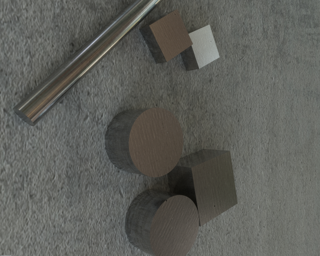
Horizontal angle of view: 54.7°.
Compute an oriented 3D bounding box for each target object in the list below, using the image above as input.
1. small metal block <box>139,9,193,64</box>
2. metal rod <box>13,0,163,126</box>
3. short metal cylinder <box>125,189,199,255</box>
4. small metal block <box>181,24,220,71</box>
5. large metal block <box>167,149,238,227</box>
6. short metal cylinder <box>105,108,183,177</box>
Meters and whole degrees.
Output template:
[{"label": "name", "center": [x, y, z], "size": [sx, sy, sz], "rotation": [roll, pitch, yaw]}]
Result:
[{"label": "small metal block", "center": [0.009, -0.120, 0.408], "size": [0.050, 0.025, 0.050], "rotation": [-39, 114, -25]}, {"label": "metal rod", "center": [-0.048, -0.117, 0.363], "size": [0.301, 0.025, 0.025], "rotation": [-53, 121, -27]}, {"label": "short metal cylinder", "center": [0.003, 0.121, 0.391], "size": [0.081, 0.050, 0.080], "rotation": [0, 90, -40]}, {"label": "small metal block", "center": [0.055, -0.117, 0.451], "size": [0.050, 0.025, 0.050], "rotation": [-34, 111, -35]}, {"label": "large metal block", "center": [0.060, 0.080, 0.439], "size": [0.081, 0.050, 0.079], "rotation": [-16, 101, -39]}, {"label": "short metal cylinder", "center": [-0.018, 0.016, 0.373], "size": [0.081, 0.050, 0.080], "rotation": [0, 90, -40]}]
